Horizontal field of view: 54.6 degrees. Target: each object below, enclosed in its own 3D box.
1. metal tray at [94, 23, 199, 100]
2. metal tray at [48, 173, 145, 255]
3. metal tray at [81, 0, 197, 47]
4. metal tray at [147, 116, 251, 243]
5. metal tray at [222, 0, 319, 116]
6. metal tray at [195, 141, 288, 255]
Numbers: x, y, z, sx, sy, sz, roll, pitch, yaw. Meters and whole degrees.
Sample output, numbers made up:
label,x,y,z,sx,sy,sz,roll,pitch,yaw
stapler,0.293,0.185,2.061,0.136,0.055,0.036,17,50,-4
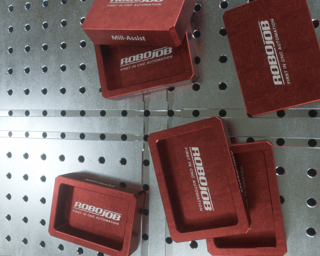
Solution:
label,x,y,z,sx,sy,sz,roll,pitch,yaw
metal tray,-0.020,-0.094,0.417,0.130,0.030,0.090,-11,86,19
metal tray,-0.092,0.122,0.443,0.130,0.030,0.090,10,93,19
metal tray,-0.025,-0.150,0.393,0.130,0.030,0.090,9,67,25
metal tray,0.045,0.059,0.361,0.090,0.030,0.129,-15,85,19
metal tray,0.134,-0.086,0.363,0.090,0.030,0.129,-14,85,19
metal tray,0.097,0.084,0.375,0.090,0.030,0.129,-8,87,20
